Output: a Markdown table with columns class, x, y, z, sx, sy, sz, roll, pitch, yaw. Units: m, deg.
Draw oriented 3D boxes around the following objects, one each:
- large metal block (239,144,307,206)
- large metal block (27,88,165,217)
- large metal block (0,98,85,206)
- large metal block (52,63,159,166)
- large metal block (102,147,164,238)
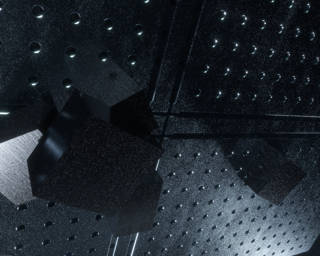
| class | x | y | z | sx | sy | sz | roll | pitch | yaw |
| --- | --- | --- | --- | --- | --- | --- | --- | --- | --- |
| large metal block | 0.207 | 0.087 | 0.565 | 0.080 | 0.050 | 0.080 | 31 | 101 | -38 |
| large metal block | -0.057 | 0.025 | 0.276 | 0.080 | 0.050 | 0.080 | 29 | 102 | -38 |
| large metal block | -0.135 | 0.027 | 0.323 | 0.080 | 0.050 | 0.080 | -20 | 129 | 7 |
| large metal block | -0.060 | -0.018 | 0.333 | 0.080 | 0.080 | 0.050 | -30 | 129 | -10 |
| large metal block | -0.043 | 0.079 | 0.403 | 0.050 | 0.080 | 0.079 | -2 | 120 | -28 |
